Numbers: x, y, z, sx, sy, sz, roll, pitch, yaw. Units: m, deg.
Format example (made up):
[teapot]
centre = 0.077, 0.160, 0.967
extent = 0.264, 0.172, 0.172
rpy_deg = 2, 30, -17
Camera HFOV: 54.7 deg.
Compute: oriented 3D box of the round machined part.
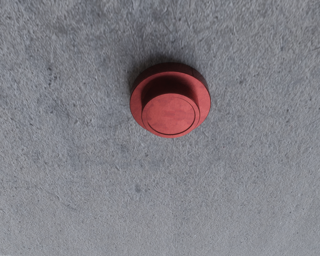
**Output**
[round machined part]
centre = 0.013, -0.026, 0.374
extent = 0.099, 0.042, 0.097
rpy_deg = 0, 130, 0
